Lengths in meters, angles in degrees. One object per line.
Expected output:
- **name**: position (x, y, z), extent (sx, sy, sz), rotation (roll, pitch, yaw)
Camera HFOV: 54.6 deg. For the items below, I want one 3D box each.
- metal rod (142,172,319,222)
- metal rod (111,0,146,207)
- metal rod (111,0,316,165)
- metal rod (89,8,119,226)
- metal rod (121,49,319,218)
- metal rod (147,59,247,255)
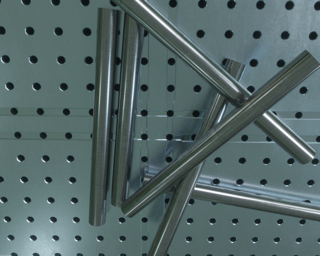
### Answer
- **metal rod**: position (0.124, 0.104, 0.452), extent (0.302, 0.025, 0.025), rotation (11, 110, -5)
- **metal rod**: position (-0.042, -0.031, 0.401), extent (0.025, 0.025, 0.298), rotation (6, 110, -2)
- **metal rod**: position (0.071, -0.055, 0.362), extent (0.301, 0.025, 0.025), rotation (38, 106, -12)
- **metal rod**: position (-0.077, 0.000, 0.412), extent (0.025, 0.025, 0.298), rotation (6, 110, -2)
- **metal rod**: position (0.055, 0.022, 0.374), extent (0.025, 0.025, 0.299), rotation (41, 115, -14)
- **metal rod**: position (0.043, 0.056, 0.412), extent (0.025, 0.025, 0.298), rotation (20, 101, -7)
